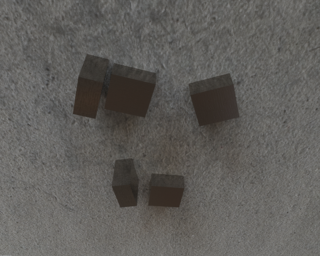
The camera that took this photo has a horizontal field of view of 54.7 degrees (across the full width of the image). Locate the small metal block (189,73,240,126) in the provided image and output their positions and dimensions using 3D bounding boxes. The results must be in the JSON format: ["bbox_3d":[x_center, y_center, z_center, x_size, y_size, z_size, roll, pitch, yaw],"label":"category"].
[{"bbox_3d":[0.066,-0.034,0.380,0.050,0.025,0.050,-13,129,10],"label":"small metal block"}]

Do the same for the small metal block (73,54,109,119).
[{"bbox_3d":[-0.078,-0.047,0.350,0.025,0.050,0.050,13,129,-11],"label":"small metal block"}]

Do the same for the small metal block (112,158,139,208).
[{"bbox_3d":[-0.050,0.081,0.459,0.025,0.050,0.050,-7,130,5],"label":"small metal block"}]

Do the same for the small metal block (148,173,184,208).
[{"bbox_3d":[0.009,0.100,0.493,0.050,0.025,0.050,5,130,-5],"label":"small metal block"}]

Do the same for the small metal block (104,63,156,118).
[{"bbox_3d":[-0.036,-0.044,0.369,0.050,0.025,0.050,12,129,-11],"label":"small metal block"}]
